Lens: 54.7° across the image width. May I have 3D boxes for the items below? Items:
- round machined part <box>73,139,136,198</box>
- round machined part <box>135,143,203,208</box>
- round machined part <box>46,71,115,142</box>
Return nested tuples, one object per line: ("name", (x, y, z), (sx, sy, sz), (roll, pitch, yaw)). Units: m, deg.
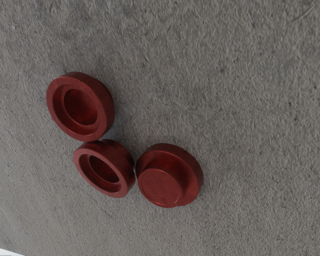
("round machined part", (-0.077, 0.055, 0.463), (0.098, 0.042, 0.097), (21, 137, 22))
("round machined part", (0.008, 0.074, 0.437), (0.098, 0.042, 0.097), (13, 124, 21))
("round machined part", (-0.105, -0.033, 0.431), (0.098, 0.042, 0.097), (13, 124, 21))
